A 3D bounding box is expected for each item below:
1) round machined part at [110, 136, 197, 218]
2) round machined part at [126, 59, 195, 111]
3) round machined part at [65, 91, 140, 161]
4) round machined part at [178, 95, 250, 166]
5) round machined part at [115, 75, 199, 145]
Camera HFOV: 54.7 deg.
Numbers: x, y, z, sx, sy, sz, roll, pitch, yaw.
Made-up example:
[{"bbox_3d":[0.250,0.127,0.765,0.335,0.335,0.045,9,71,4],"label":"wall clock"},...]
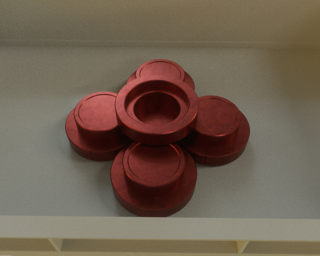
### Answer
[{"bbox_3d":[-0.007,0.048,0.351,0.099,0.042,0.098,1,48,-1],"label":"round machined part"},{"bbox_3d":[0.000,-0.061,0.441,0.099,0.042,0.098,0,50,0],"label":"round machined part"},{"bbox_3d":[-0.072,-0.009,0.398,0.099,0.042,0.098,0,50,0],"label":"round machined part"},{"bbox_3d":[0.065,-0.004,0.394,0.099,0.042,0.098,0,50,0],"label":"round machined part"},{"bbox_3d":[-0.003,-0.017,0.379,0.099,0.042,0.098,0,50,0],"label":"round machined part"}]
